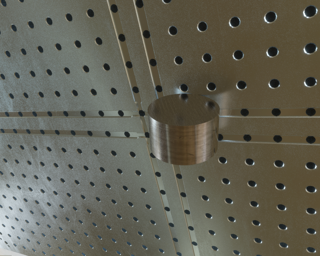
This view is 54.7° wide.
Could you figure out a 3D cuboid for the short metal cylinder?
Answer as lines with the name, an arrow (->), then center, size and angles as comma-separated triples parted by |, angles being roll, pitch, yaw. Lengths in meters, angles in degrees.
short metal cylinder -> 0.027, -0.001, 0.360 | 0.080, 0.080, 0.050 | 11, 123, 22
